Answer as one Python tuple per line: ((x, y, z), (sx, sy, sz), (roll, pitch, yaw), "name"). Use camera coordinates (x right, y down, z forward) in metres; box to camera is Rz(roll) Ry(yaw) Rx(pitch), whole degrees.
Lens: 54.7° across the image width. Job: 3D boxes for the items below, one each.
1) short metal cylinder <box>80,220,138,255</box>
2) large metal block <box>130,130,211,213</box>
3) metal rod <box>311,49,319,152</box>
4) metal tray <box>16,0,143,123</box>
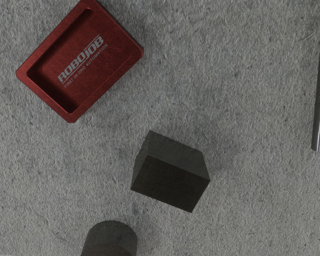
((-0.076, 0.188, 0.465), (0.081, 0.050, 0.079), (0, 110, 0), "short metal cylinder")
((0.012, 0.053, 0.400), (0.080, 0.080, 0.050), (23, 108, -9), "large metal block")
((0.207, -0.111, 0.370), (0.025, 0.025, 0.298), (-5, 110, 1), "metal rod")
((-0.095, -0.080, 0.376), (0.130, 0.030, 0.090), (-42, 105, 13), "metal tray")
